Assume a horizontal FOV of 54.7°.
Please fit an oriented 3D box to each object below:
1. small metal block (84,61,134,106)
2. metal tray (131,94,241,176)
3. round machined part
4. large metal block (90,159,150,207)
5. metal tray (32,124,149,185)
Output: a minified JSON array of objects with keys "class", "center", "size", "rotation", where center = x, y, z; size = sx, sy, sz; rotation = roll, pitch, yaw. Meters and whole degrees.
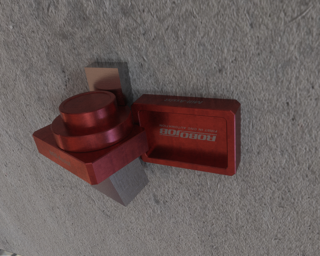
[{"class":"small metal block","center":[-0.066,-0.059,0.405],"size":[0.050,0.025,0.050],"rotation":[6,121,24]},{"class":"metal tray","center":[0.033,0.007,0.391],"size":[0.130,0.030,0.089],"rotation":[6,121,24]},{"class":"round machined part","center":[-0.085,-0.014,0.381],"size":[0.098,0.098,0.042],"rotation":[6,121,25]},{"class":"large metal block","center":[-0.071,0.054,0.437],"size":[0.080,0.050,0.080],"rotation":[18,141,39]},{"class":"metal tray","center":[-0.091,0.017,0.400],"size":[0.130,0.091,0.030],"rotation":[19,128,39]}]
